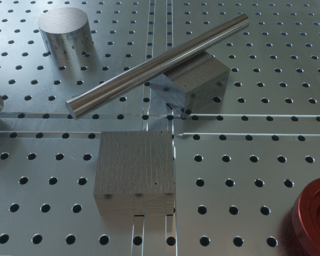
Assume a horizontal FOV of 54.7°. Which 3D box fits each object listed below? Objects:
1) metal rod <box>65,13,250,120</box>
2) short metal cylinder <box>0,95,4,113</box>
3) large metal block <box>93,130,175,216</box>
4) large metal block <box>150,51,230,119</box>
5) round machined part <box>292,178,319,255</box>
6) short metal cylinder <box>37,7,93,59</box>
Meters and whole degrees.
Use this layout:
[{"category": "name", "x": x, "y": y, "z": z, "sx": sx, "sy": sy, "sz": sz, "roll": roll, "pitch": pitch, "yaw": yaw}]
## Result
[{"category": "metal rod", "x": 0.013, "y": -0.093, "z": 0.420, "sx": 0.302, "sy": 0.025, "sz": 0.025, "roll": -32, "pitch": 57, "yaw": -24}, {"category": "short metal cylinder", "x": -0.252, "y": -0.028, "z": 0.393, "sx": 0.080, "sy": 0.080, "sz": 0.050, "roll": 9, "pitch": 51, "yaw": 7}, {"category": "large metal block", "x": -0.026, "y": 0.050, "z": 0.349, "sx": 0.081, "sy": 0.050, "sz": 0.080, "roll": -1, "pitch": 50, "yaw": -1}, {"category": "large metal block", "x": 0.041, "y": -0.072, "z": 0.452, "sx": 0.081, "sy": 0.050, "sz": 0.080, "roll": -30, "pitch": 56, "yaw": -23}, {"category": "round machined part", "x": 0.184, "y": 0.101, "z": 0.312, "sx": 0.099, "sy": 0.042, "sz": 0.098, "roll": 0, "pitch": 50, "yaw": 0}, {"category": "short metal cylinder", "x": -0.159, "y": -0.162, "z": 0.526, "sx": 0.080, "sy": 0.050, "sz": 0.080, "roll": 0, "pitch": 50, "yaw": 0}]
